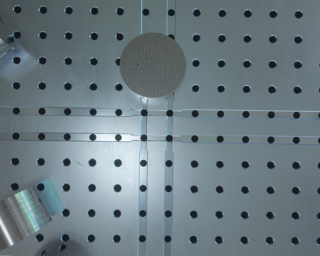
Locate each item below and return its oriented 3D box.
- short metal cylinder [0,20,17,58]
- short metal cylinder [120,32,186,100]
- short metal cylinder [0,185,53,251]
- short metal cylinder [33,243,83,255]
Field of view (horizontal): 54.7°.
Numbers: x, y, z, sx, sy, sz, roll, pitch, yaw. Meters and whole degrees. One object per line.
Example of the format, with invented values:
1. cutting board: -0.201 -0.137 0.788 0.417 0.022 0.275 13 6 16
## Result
1. short metal cylinder: -0.228 -0.119 0.384 0.050 0.080 0.080 -35 90 0
2. short metal cylinder: -0.009 -0.076 0.401 0.081 0.050 0.079 0 90 0
3. short metal cylinder: -0.183 0.112 0.384 0.080 0.080 0.050 -26 90 0
4. short metal cylinder: -0.139 0.198 0.400 0.081 0.050 0.079 0 90 0
